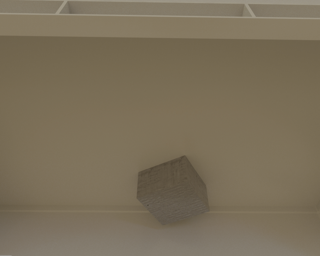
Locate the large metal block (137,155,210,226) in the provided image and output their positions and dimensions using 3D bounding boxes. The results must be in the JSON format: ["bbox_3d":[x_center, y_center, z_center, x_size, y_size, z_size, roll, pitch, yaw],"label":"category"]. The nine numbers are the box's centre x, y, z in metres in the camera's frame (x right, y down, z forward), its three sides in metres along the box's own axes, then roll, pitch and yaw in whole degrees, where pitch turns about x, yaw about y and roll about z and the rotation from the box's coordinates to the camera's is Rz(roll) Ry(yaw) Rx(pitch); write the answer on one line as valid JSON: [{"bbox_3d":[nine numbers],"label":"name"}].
[{"bbox_3d":[0.021,0.097,0.475,0.080,0.050,0.080,-22,127,17],"label":"large metal block"}]
